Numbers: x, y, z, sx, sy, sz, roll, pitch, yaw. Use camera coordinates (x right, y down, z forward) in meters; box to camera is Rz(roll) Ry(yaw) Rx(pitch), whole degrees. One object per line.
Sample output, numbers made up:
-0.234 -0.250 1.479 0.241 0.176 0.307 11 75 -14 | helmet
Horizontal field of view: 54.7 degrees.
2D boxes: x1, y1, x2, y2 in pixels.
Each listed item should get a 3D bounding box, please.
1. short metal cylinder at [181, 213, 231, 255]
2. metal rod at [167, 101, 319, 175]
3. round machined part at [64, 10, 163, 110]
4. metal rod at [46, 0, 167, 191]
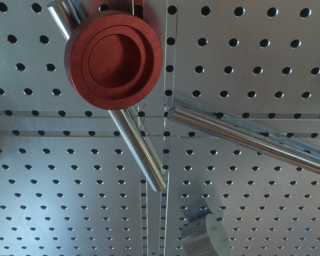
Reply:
0.081 0.199 0.546 0.050 0.080 0.080 -31 124 23 | short metal cylinder
0.151 0.026 0.436 0.302 0.025 0.025 19 127 -17 | metal rod
-0.050 -0.071 0.321 0.099 0.042 0.097 -16 123 -25 | round machined part
-0.050 -0.017 0.396 0.025 0.025 0.299 -15 129 12 | metal rod
